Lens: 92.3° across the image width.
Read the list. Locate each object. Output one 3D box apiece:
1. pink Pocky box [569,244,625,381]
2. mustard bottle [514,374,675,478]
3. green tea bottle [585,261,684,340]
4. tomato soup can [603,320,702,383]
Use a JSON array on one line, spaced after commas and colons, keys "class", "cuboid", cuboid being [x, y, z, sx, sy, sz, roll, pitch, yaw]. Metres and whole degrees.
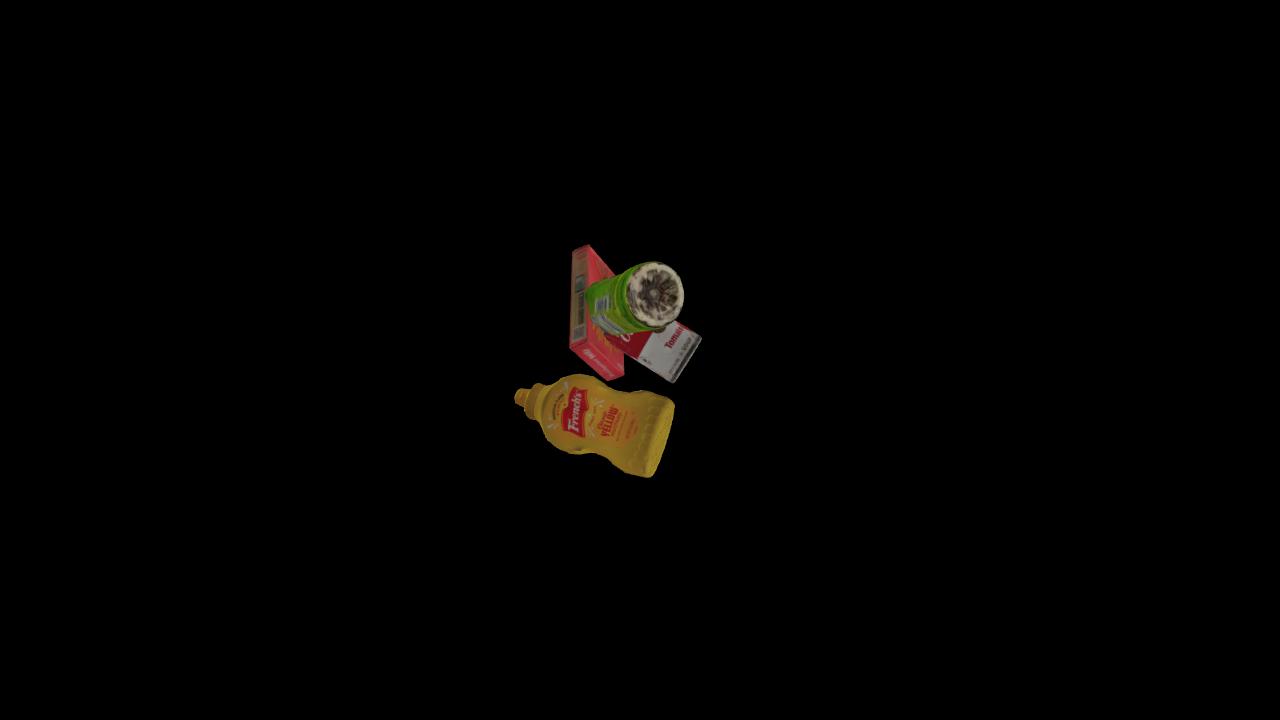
[{"class": "pink Pocky box", "cuboid": [-0.052, -0.059, 0.757, 0.029, 0.155, 0.084, -19, -38, 22]}, {"class": "mustard bottle", "cuboid": [-0.060, 0.063, 0.687, 0.184, 0.092, 0.054, 15, -4, 19]}, {"class": "green tea bottle", "cuboid": [-0.026, -0.063, 0.706, 0.073, 0.073, 0.212, 0, -1, -26]}, {"class": "tomato soup can", "cuboid": [0.015, -0.025, 0.731, 0.101, 0.068, 0.068, 33, 3, 4]}]
